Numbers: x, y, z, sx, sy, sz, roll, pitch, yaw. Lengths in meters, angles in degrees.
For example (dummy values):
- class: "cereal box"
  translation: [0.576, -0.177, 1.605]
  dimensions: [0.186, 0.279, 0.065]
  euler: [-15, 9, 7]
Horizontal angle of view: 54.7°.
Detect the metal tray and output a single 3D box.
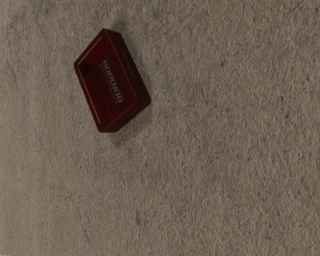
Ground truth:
- class: "metal tray"
  translation: [-0.075, -0.069, 0.460]
  dimensions: [0.090, 0.030, 0.130]
  euler: [-37, 67, 33]
